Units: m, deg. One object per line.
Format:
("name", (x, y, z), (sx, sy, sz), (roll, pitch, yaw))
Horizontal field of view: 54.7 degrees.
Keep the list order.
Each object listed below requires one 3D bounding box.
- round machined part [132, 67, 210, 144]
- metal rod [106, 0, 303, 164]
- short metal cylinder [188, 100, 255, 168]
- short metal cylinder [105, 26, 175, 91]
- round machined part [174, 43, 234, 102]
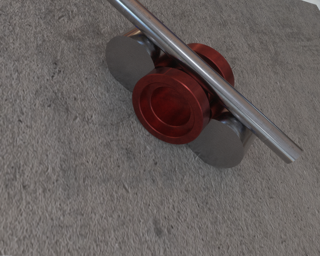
("round machined part", (0.017, -0.031, 0.387), (0.098, 0.097, 0.042), (43, 47, 1))
("metal rod", (0.050, -0.067, 0.373), (0.300, 0.025, 0.025), (42, 51, 0))
("short metal cylinder", (0.082, 0.007, 0.412), (0.080, 0.080, 0.050), (43, 51, 1))
("short metal cylinder", (-0.025, -0.094, 0.415), (0.080, 0.080, 0.050), (43, 51, 1))
("round machined part", (0.047, -0.062, 0.424), (0.098, 0.098, 0.042), (43, 55, 1))
